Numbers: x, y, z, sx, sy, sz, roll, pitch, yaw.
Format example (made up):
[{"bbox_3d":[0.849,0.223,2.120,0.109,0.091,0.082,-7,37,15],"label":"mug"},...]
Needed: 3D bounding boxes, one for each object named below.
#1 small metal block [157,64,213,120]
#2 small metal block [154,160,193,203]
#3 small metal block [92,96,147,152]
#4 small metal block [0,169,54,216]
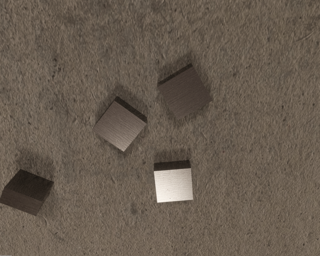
[{"bbox_3d":[0.031,-0.046,0.393,0.050,0.025,0.050,-30,108,10],"label":"small metal block"},{"bbox_3d":[0.019,0.075,0.438,0.050,0.025,0.050,-5,110,1],"label":"small metal block"},{"bbox_3d":[-0.052,-0.006,0.407,0.050,0.025,0.050,36,106,-13],"label":"small metal block"},{"bbox_3d":[-0.182,0.088,0.426,0.050,0.050,0.025,24,108,-9],"label":"small metal block"}]
